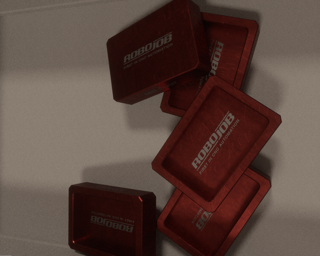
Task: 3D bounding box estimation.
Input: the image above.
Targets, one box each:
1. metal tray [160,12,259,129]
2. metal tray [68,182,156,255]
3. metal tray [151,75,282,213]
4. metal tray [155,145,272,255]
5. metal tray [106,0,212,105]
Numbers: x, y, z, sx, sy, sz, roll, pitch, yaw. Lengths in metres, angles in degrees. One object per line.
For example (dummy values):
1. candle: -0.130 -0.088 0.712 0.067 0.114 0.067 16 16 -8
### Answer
1. metal tray: 0.061 -0.072 0.385 0.090 0.030 0.129 17 95 18
2. metal tray: -0.067 0.125 0.413 0.130 0.030 0.089 1 90 34
3. metal tray: 0.062 0.018 0.352 0.090 0.030 0.129 36 101 16
4. metal tray: 0.064 0.093 0.384 0.090 0.030 0.129 33 100 16
5. metal tray: -0.007 -0.091 0.383 0.130 0.030 0.090 -18 74 35
